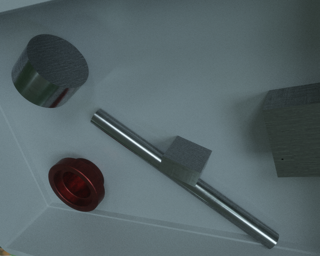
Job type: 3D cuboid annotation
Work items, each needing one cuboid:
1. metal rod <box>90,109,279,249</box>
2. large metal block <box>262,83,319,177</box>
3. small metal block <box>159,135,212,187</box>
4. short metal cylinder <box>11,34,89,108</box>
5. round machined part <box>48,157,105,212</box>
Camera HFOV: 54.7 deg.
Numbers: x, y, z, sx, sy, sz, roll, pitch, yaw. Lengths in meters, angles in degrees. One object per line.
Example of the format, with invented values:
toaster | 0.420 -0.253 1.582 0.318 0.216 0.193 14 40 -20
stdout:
metal rod | 0.031 0.068 0.433 0.301 0.025 0.025 35 129 4
large metal block | 0.156 0.002 0.311 0.080 0.050 0.080 -7 115 31
small metal block | 0.034 0.042 0.400 0.050 0.050 0.025 24 127 13
short metal cylinder | -0.141 -0.073 0.400 0.050 0.080 0.080 -35 99 38
round machined part | -0.134 0.090 0.522 0.098 0.042 0.097 13 124 20
